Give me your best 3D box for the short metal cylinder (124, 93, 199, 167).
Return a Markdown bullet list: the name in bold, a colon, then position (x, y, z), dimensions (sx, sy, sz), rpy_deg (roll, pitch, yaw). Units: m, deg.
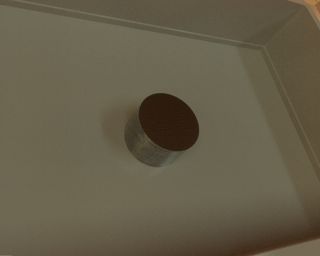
- **short metal cylinder**: position (0.002, 0.003, 0.390), dimensions (0.081, 0.050, 0.080), rpy_deg (14, 56, -21)
